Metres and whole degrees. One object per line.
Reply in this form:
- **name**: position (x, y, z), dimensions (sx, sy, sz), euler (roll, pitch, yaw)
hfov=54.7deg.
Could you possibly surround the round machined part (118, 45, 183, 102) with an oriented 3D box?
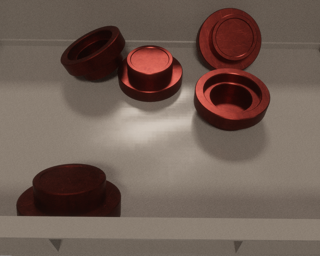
- **round machined part**: position (-0.015, -0.088, 0.468), dimensions (0.099, 0.042, 0.098), euler (0, 50, 0)

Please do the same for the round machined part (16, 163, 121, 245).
- **round machined part**: position (-0.088, 0.067, 0.306), dimensions (0.099, 0.042, 0.098), euler (3, 16, -1)

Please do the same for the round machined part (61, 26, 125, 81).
- **round machined part**: position (-0.096, -0.109, 0.469), dimensions (0.098, 0.042, 0.098), euler (-17, 40, 15)

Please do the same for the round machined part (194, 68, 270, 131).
- **round machined part**: position (0.095, -0.035, 0.424), dimensions (0.099, 0.042, 0.098), euler (0, 50, 0)

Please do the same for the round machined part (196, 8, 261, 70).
- **round machined part**: position (0.107, -0.134, 0.472), dimensions (0.099, 0.042, 0.097), euler (0, 94, -5)
